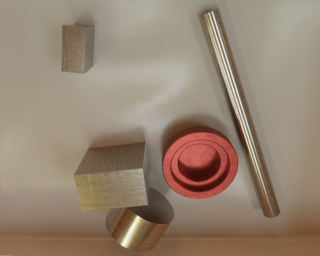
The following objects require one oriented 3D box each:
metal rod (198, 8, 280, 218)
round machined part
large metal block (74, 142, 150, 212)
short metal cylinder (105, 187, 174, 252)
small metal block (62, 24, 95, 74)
[{"bbox_3d":[0.111,-0.005,0.410,0.025,0.025,0.299,-20,109,7],"label":"metal rod"},{"bbox_3d":[0.052,0.043,0.419,0.099,0.042,0.097,0,110,-1],"label":"round machined part"},{"bbox_3d":[-0.057,0.061,0.403,0.080,0.080,0.050,-6,109,2],"label":"large metal block"},{"bbox_3d":[-0.028,0.121,0.426,0.080,0.080,0.050,26,108,-10],"label":"short metal cylinder"},{"bbox_3d":[-0.095,-0.094,0.362,0.025,0.050,0.050,7,110,-3],"label":"small metal block"}]
